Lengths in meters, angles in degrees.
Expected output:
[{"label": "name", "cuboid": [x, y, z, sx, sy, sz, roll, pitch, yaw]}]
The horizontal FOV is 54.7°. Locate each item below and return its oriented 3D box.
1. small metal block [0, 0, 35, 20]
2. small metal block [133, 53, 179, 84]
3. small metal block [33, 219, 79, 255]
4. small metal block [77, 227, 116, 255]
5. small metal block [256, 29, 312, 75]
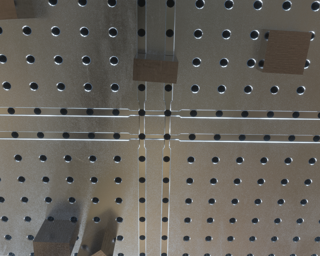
[{"label": "small metal block", "cuboid": [-0.177, -0.135, 0.348, 0.050, 0.050, 0.025, -3, 110, 1]}, {"label": "small metal block", "cuboid": [-0.005, -0.073, 0.373, 0.050, 0.050, 0.025, 4, 110, -2]}, {"label": "small metal block", "cuboid": [-0.152, 0.162, 0.458, 0.050, 0.050, 0.025, 3, 110, -2]}, {"label": "small metal block", "cuboid": [-0.097, 0.186, 0.467, 0.050, 0.050, 0.025, -33, 107, 11]}, {"label": "small metal block", "cuboid": [0.151, -0.094, 0.381, 0.050, 0.025, 0.050, 3, 110, -2]}]
